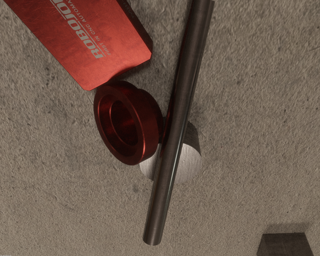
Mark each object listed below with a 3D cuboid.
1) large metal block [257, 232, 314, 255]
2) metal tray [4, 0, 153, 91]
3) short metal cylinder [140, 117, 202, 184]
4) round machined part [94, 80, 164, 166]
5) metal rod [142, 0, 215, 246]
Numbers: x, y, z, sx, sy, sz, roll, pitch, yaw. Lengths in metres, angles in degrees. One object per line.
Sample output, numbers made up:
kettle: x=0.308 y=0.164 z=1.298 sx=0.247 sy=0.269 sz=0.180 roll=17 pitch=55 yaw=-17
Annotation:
large metal block: x=0.242 y=0.251 z=0.608 sx=0.081 sy=0.050 sz=0.079 roll=-2 pitch=130 yaw=1
metal tray: x=-0.077 y=-0.108 z=0.311 sx=0.090 sy=0.030 sz=0.130 roll=-24 pitch=127 yaw=19
short metal cylinder: x=0.014 y=0.031 z=0.417 sx=0.081 sy=0.050 sz=0.079 roll=-1 pitch=130 yaw=0
round machined part: x=-0.033 y=-0.009 z=0.365 sx=0.042 sy=0.098 sz=0.097 roll=-24 pitch=142 yaw=-36
metal rod: x=0.015 y=0.010 z=0.356 sx=0.025 sy=0.025 sz=0.298 roll=8 pitch=111 yaw=-7
